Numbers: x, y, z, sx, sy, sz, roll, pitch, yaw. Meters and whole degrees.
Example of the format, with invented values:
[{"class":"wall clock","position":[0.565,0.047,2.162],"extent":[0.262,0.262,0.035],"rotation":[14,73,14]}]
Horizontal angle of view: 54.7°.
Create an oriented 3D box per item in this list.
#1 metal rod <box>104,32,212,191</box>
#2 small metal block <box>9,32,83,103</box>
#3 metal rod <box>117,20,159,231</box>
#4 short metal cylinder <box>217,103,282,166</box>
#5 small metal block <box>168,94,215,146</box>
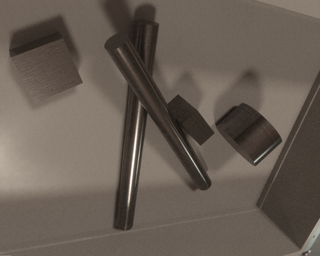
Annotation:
[{"class":"metal rod","position":[0.016,0.005,0.398],"extent":[0.025,0.025,0.300],"rotation":[-37,137,-4]},{"class":"small metal block","position":[-0.113,-0.061,0.310],"extent":[0.050,0.025,0.050],"rotation":[-26,128,-13]},{"class":"metal rod","position":[-0.033,0.017,0.402],"extent":[0.025,0.025,0.298],"rotation":[-6,121,-26]},{"class":"short metal cylinder","position":[0.129,0.009,0.452],"extent":[0.050,0.080,0.080],"rotation":[-43,130,1]},{"class":"small metal block","position":[0.039,-0.011,0.409],"extent":[0.025,0.050,0.050],"rotation":[-43,130,1]}]
